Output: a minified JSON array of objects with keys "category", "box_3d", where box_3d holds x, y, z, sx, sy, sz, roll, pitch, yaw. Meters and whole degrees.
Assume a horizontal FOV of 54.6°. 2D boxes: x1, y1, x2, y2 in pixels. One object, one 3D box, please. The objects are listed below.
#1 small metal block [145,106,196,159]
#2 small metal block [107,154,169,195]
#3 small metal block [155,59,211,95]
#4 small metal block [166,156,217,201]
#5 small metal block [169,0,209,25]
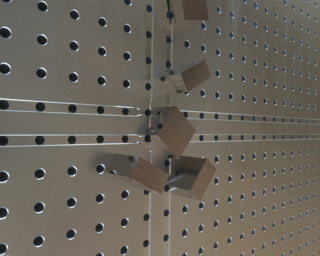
[{"category":"small metal block","box_3d":[0.015,0.006,0.421,0.050,0.025,0.050,48,62,-29]},{"category":"small metal block","box_3d":[-0.026,0.054,0.370,0.050,0.050,0.025,36,68,-34]},{"category":"small metal block","box_3d":[0.031,-0.068,0.418,0.050,0.050,0.025,-36,112,-34]},{"category":"small metal block","box_3d":[0.042,0.067,0.427,0.025,0.050,0.050,47,62,-30]},{"category":"small metal block","box_3d":[0.041,-0.176,0.441,0.050,0.025,0.050,-14,99,-39]}]
